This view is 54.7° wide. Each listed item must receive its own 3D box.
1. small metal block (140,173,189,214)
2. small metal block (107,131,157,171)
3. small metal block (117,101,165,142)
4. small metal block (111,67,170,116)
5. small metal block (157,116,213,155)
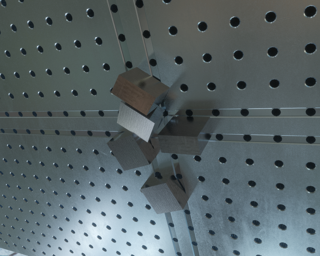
[{"bbox_3d":[0.007,0.100,0.468,0.050,0.025,0.050,-21,108,35],"label":"small metal block"},{"bbox_3d":[-0.040,0.031,0.450,0.050,0.025,0.050,-18,109,35],"label":"small metal block"},{"bbox_3d":[-0.026,-0.015,0.405,0.050,0.025,0.050,32,147,6],"label":"small metal block"},{"bbox_3d":[-0.022,-0.046,0.375,0.050,0.050,0.025,33,118,6],"label":"small metal block"},{"bbox_3d":[0.032,0.008,0.382,0.050,0.050,0.025,2,119,27],"label":"small metal block"}]
